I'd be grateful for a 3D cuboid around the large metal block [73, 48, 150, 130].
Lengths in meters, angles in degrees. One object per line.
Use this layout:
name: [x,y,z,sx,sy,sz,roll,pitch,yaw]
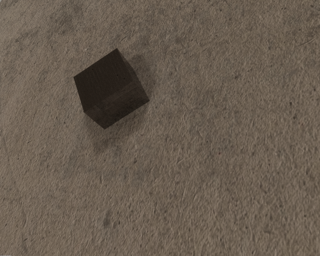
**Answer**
large metal block: [-0.073,-0.058,0.460,0.080,0.050,0.080,-32,52,7]
